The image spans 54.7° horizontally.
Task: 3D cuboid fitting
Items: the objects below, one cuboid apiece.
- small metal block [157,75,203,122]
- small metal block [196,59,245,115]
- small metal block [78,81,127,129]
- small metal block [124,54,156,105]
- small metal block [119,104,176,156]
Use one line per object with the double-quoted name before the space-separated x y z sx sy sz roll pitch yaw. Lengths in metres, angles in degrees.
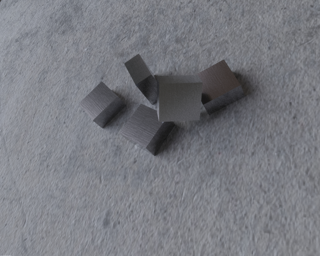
"small metal block" 0.023 -0.036 0.377 0.050 0.050 0.025 -3 30 -6
"small metal block" 0.073 -0.052 0.397 0.050 0.025 0.050 -28 52 10
"small metal block" -0.088 -0.036 0.470 0.050 0.025 0.050 -45 51 -4
"small metal block" -0.020 -0.069 0.439 0.025 0.050 0.050 -33 52 6
"small metal block" -0.017 0.002 0.410 0.050 0.025 0.050 26 76 36
